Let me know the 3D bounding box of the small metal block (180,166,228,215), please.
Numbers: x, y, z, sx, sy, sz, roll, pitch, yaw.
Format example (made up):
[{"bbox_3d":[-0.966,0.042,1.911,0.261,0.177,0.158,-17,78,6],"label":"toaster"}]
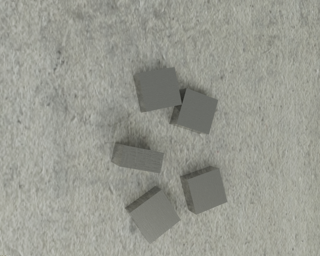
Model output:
[{"bbox_3d":[0.061,0.086,0.433,0.050,0.025,0.050,-16,96,-20],"label":"small metal block"}]

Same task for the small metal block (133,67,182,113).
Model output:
[{"bbox_3d":[-0.003,-0.050,0.409,0.050,0.025,0.050,-13,95,-20],"label":"small metal block"}]

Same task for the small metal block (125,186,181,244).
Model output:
[{"bbox_3d":[-0.009,0.113,0.407,0.050,0.025,0.050,-34,101,-17],"label":"small metal block"}]

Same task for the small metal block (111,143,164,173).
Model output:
[{"bbox_3d":[-0.029,0.037,0.386,0.050,0.050,0.025,13,86,-20],"label":"small metal block"}]

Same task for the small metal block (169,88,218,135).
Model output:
[{"bbox_3d":[0.047,-0.022,0.428,0.050,0.025,0.050,18,84,-20],"label":"small metal block"}]
